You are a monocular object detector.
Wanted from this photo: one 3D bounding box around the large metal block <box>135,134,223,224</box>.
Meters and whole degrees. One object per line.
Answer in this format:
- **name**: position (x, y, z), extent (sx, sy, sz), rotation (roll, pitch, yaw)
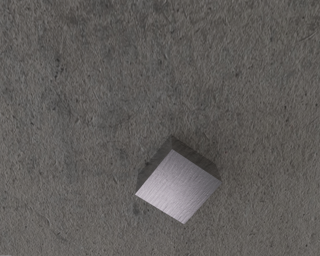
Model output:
- **large metal block**: position (0.024, 0.069, 0.422), extent (0.080, 0.050, 0.080), rotation (34, 106, -12)
